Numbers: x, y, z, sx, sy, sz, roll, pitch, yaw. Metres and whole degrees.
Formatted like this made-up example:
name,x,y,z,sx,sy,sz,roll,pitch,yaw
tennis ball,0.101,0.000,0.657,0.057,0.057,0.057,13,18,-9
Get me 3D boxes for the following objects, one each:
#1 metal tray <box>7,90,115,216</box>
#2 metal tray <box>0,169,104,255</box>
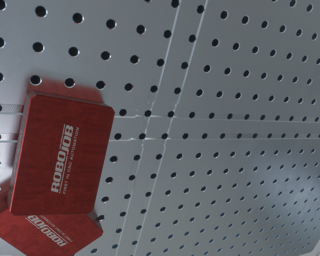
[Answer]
name,x,y,z,sx,sy,sz,roll,pitch,yaw
metal tray,-0.110,0.031,0.346,0.091,0.030,0.129,9,99,-32
metal tray,-0.145,0.122,0.404,0.090,0.030,0.130,-33,129,-7
